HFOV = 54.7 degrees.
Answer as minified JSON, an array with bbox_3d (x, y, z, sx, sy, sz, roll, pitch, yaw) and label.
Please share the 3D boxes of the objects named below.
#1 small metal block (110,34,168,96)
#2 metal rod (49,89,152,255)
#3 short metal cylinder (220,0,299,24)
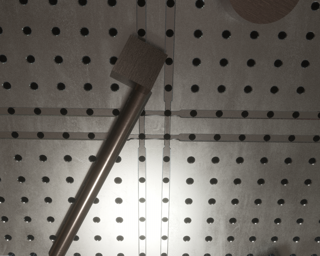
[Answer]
[{"bbox_3d":[-0.026,-0.075,0.373,0.050,0.025,0.050,27,75,-10],"label":"small metal block"},{"bbox_3d":[-0.091,0.074,0.439,0.025,0.025,0.298,26,108,-10],"label":"metal rod"},{"bbox_3d":[0.110,-0.158,0.343,0.081,0.050,0.079,0,110,-1],"label":"short metal cylinder"}]
